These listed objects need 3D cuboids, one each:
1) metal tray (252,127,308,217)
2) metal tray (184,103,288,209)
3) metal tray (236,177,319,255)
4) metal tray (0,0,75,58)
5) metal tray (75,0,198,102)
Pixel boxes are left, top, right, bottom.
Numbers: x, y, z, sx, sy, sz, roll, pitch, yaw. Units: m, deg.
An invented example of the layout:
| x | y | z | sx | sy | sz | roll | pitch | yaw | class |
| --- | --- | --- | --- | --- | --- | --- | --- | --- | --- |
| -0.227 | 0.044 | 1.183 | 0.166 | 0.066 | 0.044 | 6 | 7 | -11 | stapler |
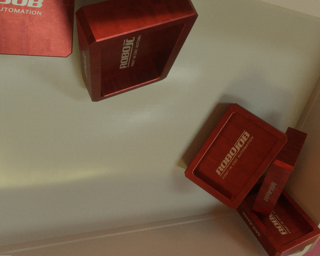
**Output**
| x | y | z | sx | sy | sz | roll | pitch | yaw | class |
| --- | --- | --- | --- | --- | --- | --- | --- | --- | --- |
| 0.193 | 0.073 | 0.503 | 0.090 | 0.030 | 0.129 | -47 | 152 | -39 | metal tray |
| 0.108 | 0.040 | 0.451 | 0.129 | 0.090 | 0.030 | -58 | 168 | 13 | metal tray |
| 0.195 | 0.150 | 0.537 | 0.091 | 0.130 | 0.030 | -16 | 136 | -19 | metal tray |
| -0.141 | -0.110 | 0.260 | 0.131 | 0.030 | 0.089 | -3 | 120 | -27 | metal tray |
| -0.027 | -0.072 | 0.293 | 0.091 | 0.030 | 0.130 | -21 | 170 | -16 | metal tray |
